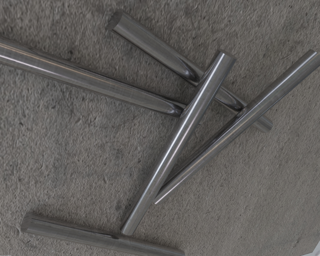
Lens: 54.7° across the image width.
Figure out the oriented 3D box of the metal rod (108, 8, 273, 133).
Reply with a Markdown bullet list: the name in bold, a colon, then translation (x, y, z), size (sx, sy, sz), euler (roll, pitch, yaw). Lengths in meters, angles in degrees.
- **metal rod**: translation (0.062, -0.057, 0.405), size (0.301, 0.025, 0.025), euler (26, 104, -37)

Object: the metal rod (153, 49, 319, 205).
- **metal rod**: translation (0.098, 0.006, 0.436), size (0.299, 0.025, 0.025), euler (-43, 130, 12)

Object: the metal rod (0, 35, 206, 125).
- **metal rod**: translation (-0.066, -0.049, 0.340), size (0.302, 0.025, 0.025), euler (16, 110, -35)

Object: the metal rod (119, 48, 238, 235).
- **metal rod**: translation (0.013, 0.036, 0.411), size (0.025, 0.025, 0.298), euler (10, 121, -33)

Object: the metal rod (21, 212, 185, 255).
- **metal rod**: translation (-0.065, 0.178, 0.480), size (0.301, 0.025, 0.025), euler (31, 101, -38)
